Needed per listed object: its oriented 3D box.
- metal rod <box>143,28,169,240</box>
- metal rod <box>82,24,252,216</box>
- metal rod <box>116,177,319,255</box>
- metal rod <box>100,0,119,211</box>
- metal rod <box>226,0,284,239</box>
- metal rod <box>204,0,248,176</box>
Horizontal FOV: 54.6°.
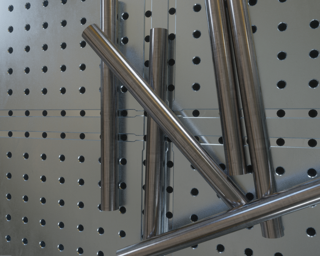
[{"bbox_3d":[-0.006,0.019,0.415,0.025,0.025,0.298,2,91,20],"label":"metal rod"},{"bbox_3d":[0.007,-0.011,0.386,0.025,0.025,0.300,-42,86,15],"label":"metal rod"},{"bbox_3d":[0.079,0.108,0.357,0.300,0.025,0.025,-26,82,18],"label":"metal rod"},{"bbox_3d":[-0.071,-0.035,0.438,0.025,0.025,0.298,0,90,20],"label":"metal rod"},{"bbox_3d":[0.113,-0.022,0.372,0.025,0.025,0.299,-9,87,20],"label":"metal rod"},{"bbox_3d":[0.077,-0.092,0.385,0.025,0.025,0.299,-8,87,20],"label":"metal rod"}]
